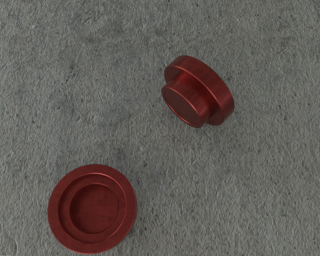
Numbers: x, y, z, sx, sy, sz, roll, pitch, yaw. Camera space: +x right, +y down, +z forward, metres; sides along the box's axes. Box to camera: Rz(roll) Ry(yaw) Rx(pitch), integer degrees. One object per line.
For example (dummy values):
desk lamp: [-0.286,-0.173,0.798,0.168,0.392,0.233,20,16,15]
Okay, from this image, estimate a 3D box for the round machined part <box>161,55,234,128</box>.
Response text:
round machined part: [0.040,-0.038,0.383,0.098,0.098,0.042,42,76,13]

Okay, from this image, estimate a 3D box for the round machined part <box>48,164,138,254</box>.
round machined part: [-0.075,0.095,0.364,0.099,0.042,0.098,0,70,0]
